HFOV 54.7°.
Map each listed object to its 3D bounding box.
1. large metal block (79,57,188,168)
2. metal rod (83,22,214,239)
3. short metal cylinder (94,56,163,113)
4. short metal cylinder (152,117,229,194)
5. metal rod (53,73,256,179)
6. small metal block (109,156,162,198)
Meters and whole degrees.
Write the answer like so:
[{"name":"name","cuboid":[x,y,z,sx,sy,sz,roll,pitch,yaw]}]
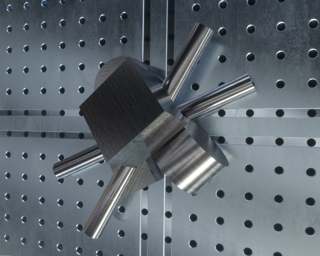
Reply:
[{"name":"large metal block","cuboid":[-0.030,-0.014,0.339,0.080,0.050,0.080,-42,60,16]},{"name":"metal rod","cuboid":[-0.019,0.010,0.389,0.025,0.025,0.299,32,100,17]},{"name":"short metal cylinder","cuboid":[-0.039,-0.050,0.409,0.080,0.050,0.079,0,90,20]},{"name":"short metal cylinder","cuboid":[0.035,0.031,0.367,0.050,0.080,0.080,-45,76,15]},{"name":"metal rod","cuboid":[-0.020,0.005,0.416,0.300,0.025,0.025,-25,82,18]},{"name":"small metal block","cuboid":[-0.033,0.059,0.420,0.050,0.025,0.050,-29,81,17]}]
